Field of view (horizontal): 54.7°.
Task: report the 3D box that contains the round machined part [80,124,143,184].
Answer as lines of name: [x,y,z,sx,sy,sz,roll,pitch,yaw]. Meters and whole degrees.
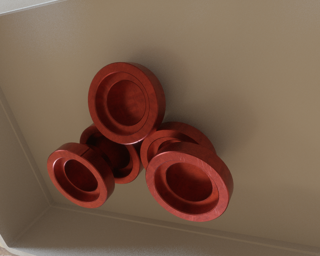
round machined part: [-0.063,0.029,0.447,0.098,0.042,0.097,13,124,21]

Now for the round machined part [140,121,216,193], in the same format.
round machined part: [0.027,0.034,0.403,0.098,0.042,0.097,13,124,21]

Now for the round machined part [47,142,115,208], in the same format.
round machined part: [-0.105,0.061,0.435,0.098,0.042,0.097,13,124,21]

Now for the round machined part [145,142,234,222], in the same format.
round machined part: [0.036,0.057,0.358,0.098,0.042,0.097,13,124,21]

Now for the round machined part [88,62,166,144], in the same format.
round machined part: [-0.037,-0.032,0.383,0.098,0.042,0.097,6,103,26]
